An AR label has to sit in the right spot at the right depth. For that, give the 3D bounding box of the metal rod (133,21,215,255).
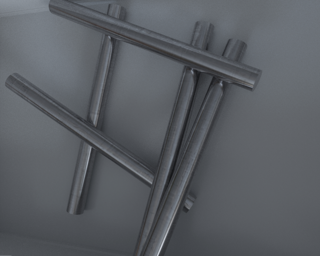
[{"bbox_3d":[0.018,0.015,0.380,0.025,0.025,0.299,14,86,19],"label":"metal rod"}]

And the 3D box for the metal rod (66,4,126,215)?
[{"bbox_3d":[-0.092,-0.023,0.442,0.025,0.025,0.298,14,95,19],"label":"metal rod"}]

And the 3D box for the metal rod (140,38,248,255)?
[{"bbox_3d":[0.037,0.034,0.360,0.025,0.025,0.299,21,83,19],"label":"metal rod"}]

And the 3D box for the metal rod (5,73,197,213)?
[{"bbox_3d":[-0.084,0.016,0.416,0.301,0.025,0.025,34,101,7],"label":"metal rod"}]

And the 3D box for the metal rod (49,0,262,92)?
[{"bbox_3d":[-0.022,-0.112,0.387,0.301,0.025,0.025,26,99,21],"label":"metal rod"}]
